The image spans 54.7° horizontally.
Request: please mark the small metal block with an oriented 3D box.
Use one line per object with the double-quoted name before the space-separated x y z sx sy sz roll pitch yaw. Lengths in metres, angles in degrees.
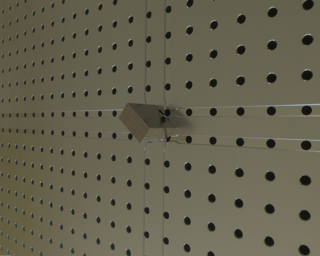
"small metal block" -0.017 -0.007 0.405 0.050 0.050 0.025 47 118 29
